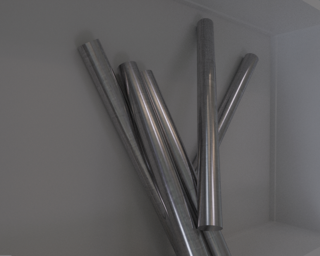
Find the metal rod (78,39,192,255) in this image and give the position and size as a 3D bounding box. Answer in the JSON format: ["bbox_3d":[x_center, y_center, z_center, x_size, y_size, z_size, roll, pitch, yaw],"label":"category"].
[{"bbox_3d":[-0.022,0.039,0.380,0.025,0.025,0.299,-35,109,-35],"label":"metal rod"}]

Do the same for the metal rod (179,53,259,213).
[{"bbox_3d":[0.092,0.000,0.483,0.025,0.025,0.300,43,64,-32],"label":"metal rod"}]

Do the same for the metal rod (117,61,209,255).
[{"bbox_3d":[0.011,0.061,0.332,0.025,0.025,0.299,-7,69,-40],"label":"metal rod"}]

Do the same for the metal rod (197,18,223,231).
[{"bbox_3d":[0.059,-0.027,0.387,0.025,0.025,0.300,30,50,-36],"label":"metal rod"}]

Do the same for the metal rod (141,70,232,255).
[{"bbox_3d":[0.034,0.067,0.352,0.025,0.025,0.299,-9,70,-40],"label":"metal rod"}]
